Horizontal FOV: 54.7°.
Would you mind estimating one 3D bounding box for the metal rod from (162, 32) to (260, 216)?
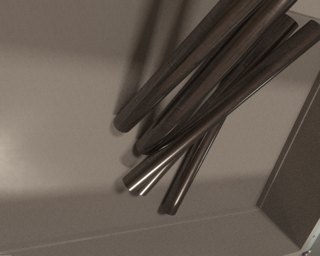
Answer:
[{"bbox_3d":[0.073,0.004,0.453,0.025,0.025,0.298,11,113,-34],"label":"metal rod"}]

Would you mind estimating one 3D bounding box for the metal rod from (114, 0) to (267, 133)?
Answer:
[{"bbox_3d":[0.031,-0.069,0.274,0.025,0.025,0.299,6,151,-32],"label":"metal rod"}]

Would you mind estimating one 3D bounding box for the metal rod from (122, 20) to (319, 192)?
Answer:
[{"bbox_3d":[0.069,-0.019,0.386,0.300,0.025,0.025,-41,131,12],"label":"metal rod"}]

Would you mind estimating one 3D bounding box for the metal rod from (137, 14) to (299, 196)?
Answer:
[{"bbox_3d":[0.065,-0.021,0.413,0.025,0.025,0.299,29,108,-38],"label":"metal rod"}]

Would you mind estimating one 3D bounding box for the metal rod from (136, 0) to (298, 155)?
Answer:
[{"bbox_3d":[0.047,-0.050,0.309,0.025,0.025,0.298,3,148,-30],"label":"metal rod"}]
